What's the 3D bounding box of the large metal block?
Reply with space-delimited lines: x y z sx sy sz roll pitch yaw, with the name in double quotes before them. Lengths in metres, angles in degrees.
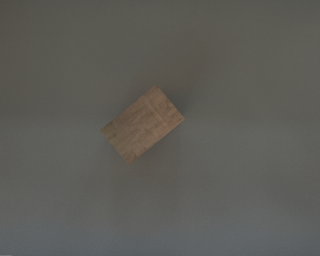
"large metal block" -0.019 -0.004 0.381 0.080 0.080 0.050 -40 90 0
